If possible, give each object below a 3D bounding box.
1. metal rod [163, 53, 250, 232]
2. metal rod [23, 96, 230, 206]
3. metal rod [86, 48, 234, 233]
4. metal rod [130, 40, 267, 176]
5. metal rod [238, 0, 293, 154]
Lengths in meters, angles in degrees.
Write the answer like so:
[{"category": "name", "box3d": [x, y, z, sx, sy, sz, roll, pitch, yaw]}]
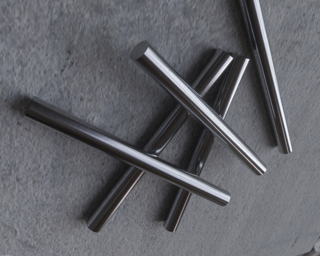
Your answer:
[{"category": "metal rod", "box3d": [0.062, 0.035, 0.464, 0.025, 0.025, 0.298, 5, 116, -31]}, {"category": "metal rod", "box3d": [-0.020, 0.041, 0.392, 0.301, 0.025, 0.025, 29, 102, -29]}, {"category": "metal rod", "box3d": [-0.006, 0.023, 0.419, 0.025, 0.025, 0.299, 30, 102, -38]}, {"category": "metal rod", "box3d": [0.070, -0.007, 0.409, 0.025, 0.025, 0.301, -48, 129, 5]}, {"category": "metal rod", "box3d": [0.164, -0.061, 0.460, 0.025, 0.025, 0.299, -36, 130, -5]}]
